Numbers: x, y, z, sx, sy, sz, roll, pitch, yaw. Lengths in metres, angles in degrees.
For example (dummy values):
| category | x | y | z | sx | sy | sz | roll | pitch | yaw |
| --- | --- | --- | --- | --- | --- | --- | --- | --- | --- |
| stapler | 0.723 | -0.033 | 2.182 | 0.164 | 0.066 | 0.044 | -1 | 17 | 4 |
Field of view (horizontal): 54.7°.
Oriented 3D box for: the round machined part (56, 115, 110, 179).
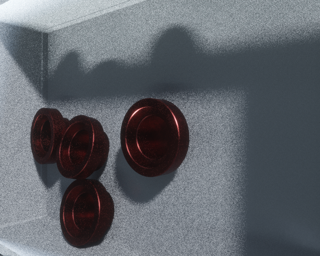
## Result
| category | x | y | z | sx | sy | sz | roll | pitch | yaw |
| --- | --- | --- | --- | --- | --- | --- | --- | --- | --- |
| round machined part | -0.116 | 0.032 | 0.483 | 0.098 | 0.042 | 0.098 | -15 | 67 | 39 |

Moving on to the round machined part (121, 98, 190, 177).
| category | x | y | z | sx | sy | sz | roll | pitch | yaw |
| --- | --- | --- | --- | --- | --- | --- | --- | --- | --- |
| round machined part | -0.002 | 0.012 | 0.398 | 0.098 | 0.042 | 0.097 | 0 | 90 | 40 |

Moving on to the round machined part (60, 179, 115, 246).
| category | x | y | z | sx | sy | sz | roll | pitch | yaw |
| --- | --- | --- | --- | --- | --- | --- | --- | --- | --- |
| round machined part | -0.108 | 0.128 | 0.478 | 0.098 | 0.042 | 0.098 | -12 | 72 | 38 |

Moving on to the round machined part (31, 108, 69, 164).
| category | x | y | z | sx | sy | sz | roll | pitch | yaw |
| --- | --- | --- | --- | --- | --- | --- | --- | --- | --- |
| round machined part | -0.189 | 0.014 | 0.547 | 0.098 | 0.042 | 0.097 | -3 | 85 | 46 |
